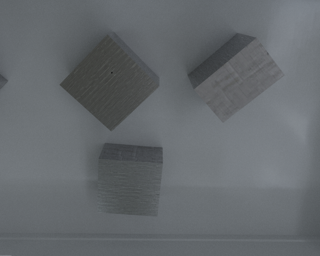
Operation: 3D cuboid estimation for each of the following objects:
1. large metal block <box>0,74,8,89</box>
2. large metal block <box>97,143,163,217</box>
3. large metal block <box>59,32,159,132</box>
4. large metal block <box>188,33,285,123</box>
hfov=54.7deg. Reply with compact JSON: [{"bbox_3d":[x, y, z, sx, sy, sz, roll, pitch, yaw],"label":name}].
[{"bbox_3d":[-0.235,-0.062,0.352,0.080,0.080,0.050,44,92,-15],"label":"large metal block"},{"bbox_3d":[-0.040,0.070,0.423,0.081,0.050,0.079,5,110,-2],"label":"large metal block"},{"bbox_3d":[-0.058,-0.057,0.376,0.080,0.050,0.080,-42,105,14],"label":"large metal block"},{"bbox_3d":[0.082,-0.061,0.360,0.080,0.080,0.050,-39,106,13],"label":"large metal block"}]
